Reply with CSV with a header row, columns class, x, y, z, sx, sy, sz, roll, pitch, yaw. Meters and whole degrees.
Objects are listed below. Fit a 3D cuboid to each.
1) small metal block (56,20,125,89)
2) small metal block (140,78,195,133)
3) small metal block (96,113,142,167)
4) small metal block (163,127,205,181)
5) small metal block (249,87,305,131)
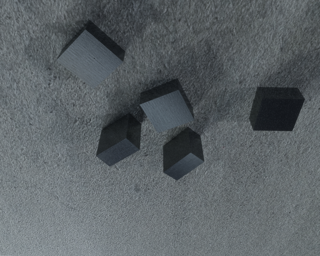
class,x,y,z,sx,sy,sz,roll,pitch,yaw
small metal block,-0.075,-0.079,0.339,0.050,0.025,0.050,-36,122,26
small metal block,0.009,-0.027,0.384,0.050,0.025,0.050,-20,128,16
small metal block,-0.052,0.015,0.403,0.050,0.050,0.025,-30,124,23
small metal block,0.031,0.035,0.421,0.025,0.050,0.050,35,122,-26
small metal block,0.145,-0.023,0.389,0.050,0.025,0.050,1,130,-1
